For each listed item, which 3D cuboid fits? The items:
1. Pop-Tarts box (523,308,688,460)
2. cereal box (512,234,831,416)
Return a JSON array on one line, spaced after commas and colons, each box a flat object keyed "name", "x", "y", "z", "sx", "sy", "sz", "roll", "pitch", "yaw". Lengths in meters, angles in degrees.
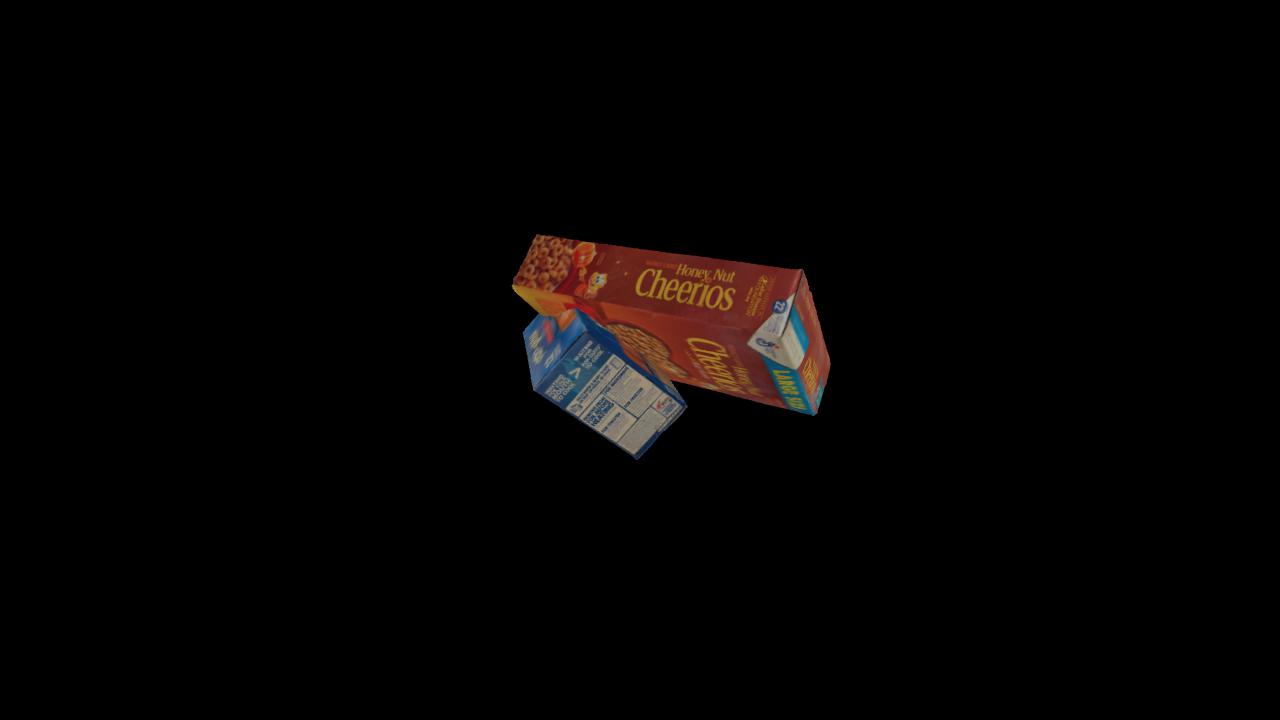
[{"name": "Pop-Tarts box", "x": -0.045, "y": 0.007, "z": 0.676, "sx": 0.141, "sy": 0.083, "sz": 0.167, "roll": 37, "pitch": 9, "yaw": -24}, {"name": "cereal box", "x": 0.040, "y": -0.037, "z": 0.670, "sx": 0.306, "sy": 0.081, "sz": 0.203, "roll": 14, "pitch": -17, "yaw": 28}]
